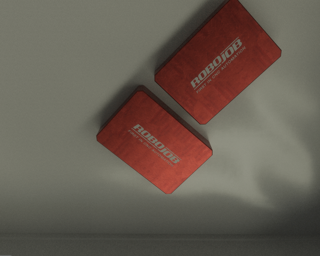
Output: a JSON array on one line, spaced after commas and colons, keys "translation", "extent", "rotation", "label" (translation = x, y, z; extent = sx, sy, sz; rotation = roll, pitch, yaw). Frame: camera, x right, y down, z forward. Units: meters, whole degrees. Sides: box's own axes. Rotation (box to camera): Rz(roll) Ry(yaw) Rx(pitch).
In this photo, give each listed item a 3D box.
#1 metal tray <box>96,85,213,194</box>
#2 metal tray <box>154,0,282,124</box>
[{"translation": [-0.006, 0.018, 0.415], "extent": [0.130, 0.030, 0.090], "rotation": [40, 105, -14], "label": "metal tray"}, {"translation": [0.068, -0.079, 0.381], "extent": [0.090, 0.030, 0.130], "rotation": [43, 104, -15], "label": "metal tray"}]
